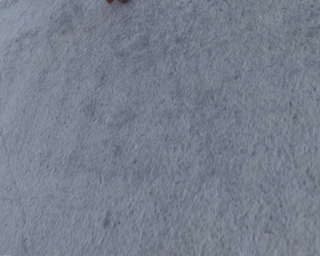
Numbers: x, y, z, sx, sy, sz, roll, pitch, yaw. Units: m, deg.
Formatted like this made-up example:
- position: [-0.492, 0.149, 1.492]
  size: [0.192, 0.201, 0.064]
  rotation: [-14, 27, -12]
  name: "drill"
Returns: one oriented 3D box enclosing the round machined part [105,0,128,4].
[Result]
- position: [-0.100, -0.271, 0.574]
  size: [0.042, 0.098, 0.098]
  rotation: [-39, 51, 2]
  name: "round machined part"
